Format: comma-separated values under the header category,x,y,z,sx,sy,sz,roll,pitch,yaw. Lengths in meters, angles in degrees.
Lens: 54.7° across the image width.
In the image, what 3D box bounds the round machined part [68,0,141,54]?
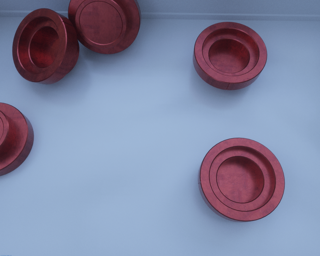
category,x,y,z,sx,sy,sz,roll,pitch,yaw
round machined part,-0.076,-0.147,0.422,0.099,0.097,0.042,2,32,1

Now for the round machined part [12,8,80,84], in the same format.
category,x,y,z,sx,sy,sz,roll,pitch,yaw
round machined part,-0.150,-0.108,0.424,0.098,0.042,0.097,-1,88,26

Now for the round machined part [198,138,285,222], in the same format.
category,x,y,z,sx,sy,sz,roll,pitch,yaw
round machined part,0.095,0.064,0.378,0.099,0.042,0.098,0,70,0

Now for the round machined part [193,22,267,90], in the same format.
category,x,y,z,sx,sy,sz,roll,pitch,yaw
round machined part,0.095,-0.096,0.436,0.099,0.042,0.098,0,70,0

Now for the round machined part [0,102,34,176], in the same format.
category,x,y,z,sx,sy,sz,roll,pitch,yaw
round machined part,-0.219,0.011,0.395,0.099,0.042,0.098,0,70,0
